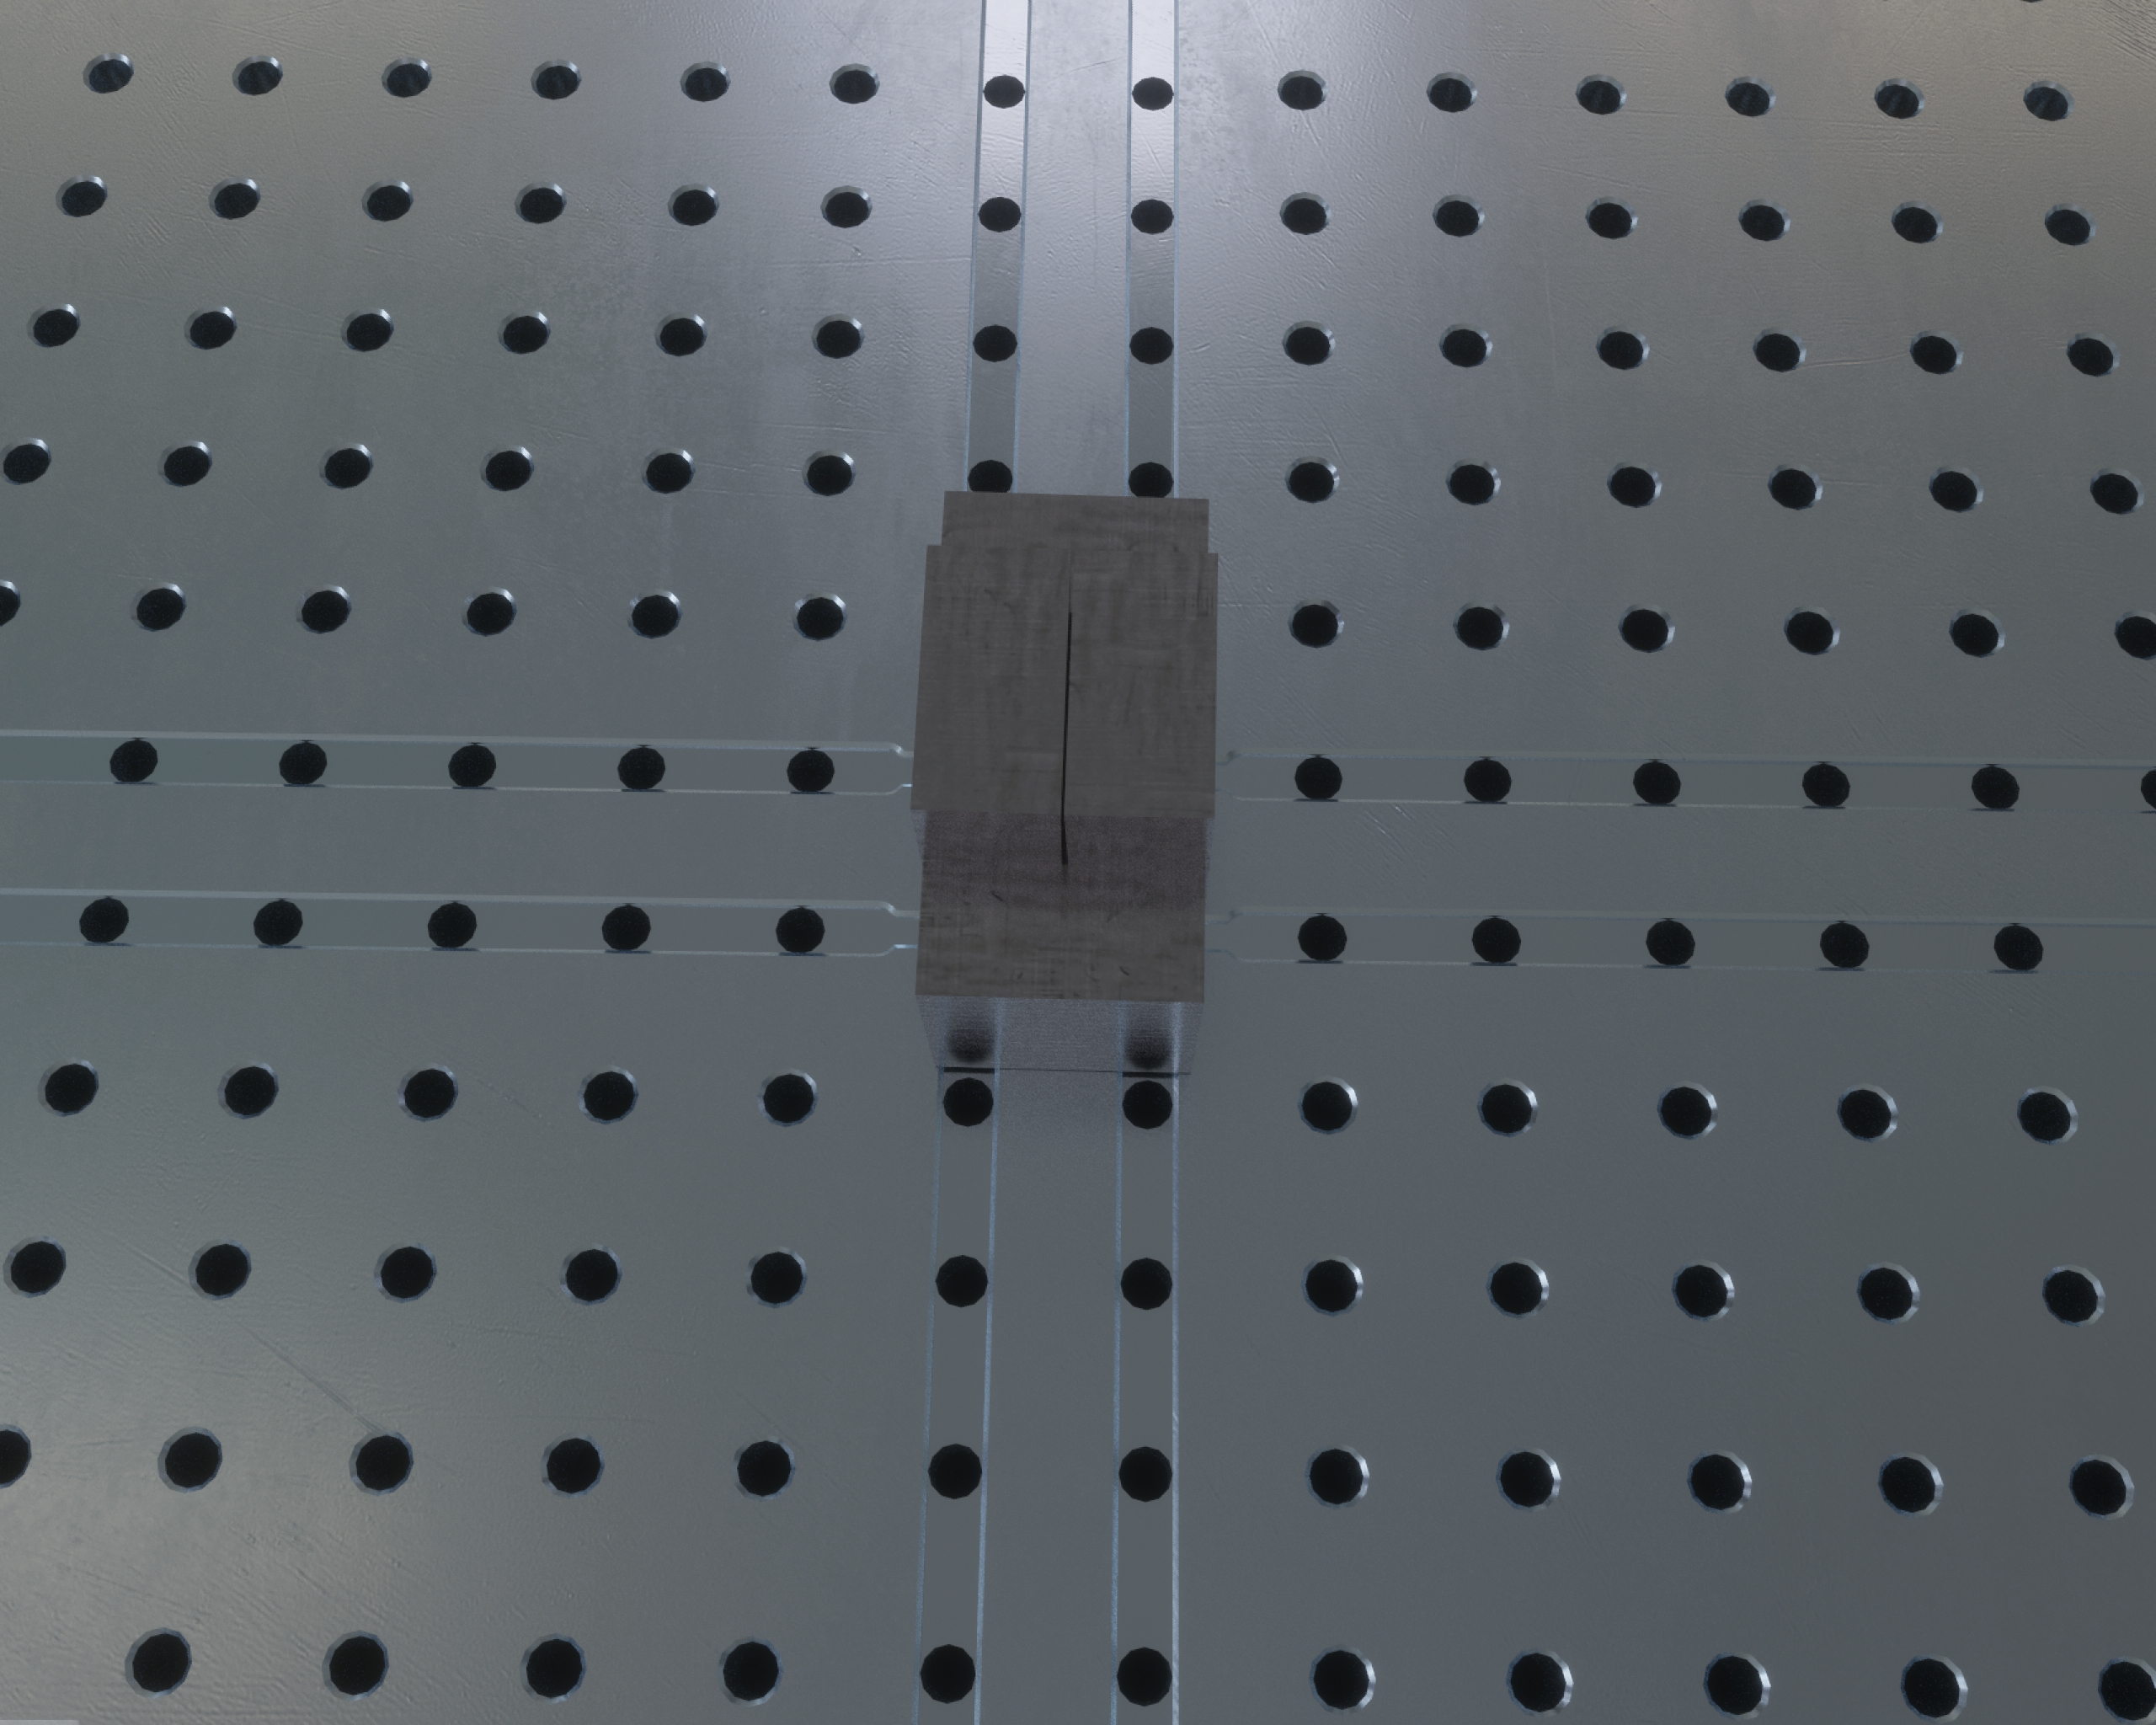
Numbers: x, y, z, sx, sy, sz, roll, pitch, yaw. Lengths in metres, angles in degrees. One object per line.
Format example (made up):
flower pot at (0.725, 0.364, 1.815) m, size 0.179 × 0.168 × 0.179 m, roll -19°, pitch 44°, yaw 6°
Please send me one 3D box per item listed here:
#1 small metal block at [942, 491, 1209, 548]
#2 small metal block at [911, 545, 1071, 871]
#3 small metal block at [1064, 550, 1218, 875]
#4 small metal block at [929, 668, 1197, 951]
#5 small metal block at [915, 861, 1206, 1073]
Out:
small metal block at (-0.001, -0.050, 0.416) m, size 0.050 × 0.050 × 0.025 m, roll 2°, pitch 70°, yaw 1°
small metal block at (-0.015, -0.023, 0.380) m, size 0.025 × 0.050 × 0.050 m, roll 2°, pitch 70°, yaw 1°
small metal block at (0.012, -0.023, 0.380) m, size 0.025 × 0.050 × 0.050 m, roll 1°, pitch 70°, yaw 2°
small metal block at (-0.002, -0.010, 0.415) m, size 0.050 × 0.025 × 0.050 m, roll 1°, pitch 70°, yaw 2°
small metal block at (-0.003, 0.021, 0.391) m, size 0.050 × 0.050 × 0.025 m, roll 1°, pitch 70°, yaw 1°
